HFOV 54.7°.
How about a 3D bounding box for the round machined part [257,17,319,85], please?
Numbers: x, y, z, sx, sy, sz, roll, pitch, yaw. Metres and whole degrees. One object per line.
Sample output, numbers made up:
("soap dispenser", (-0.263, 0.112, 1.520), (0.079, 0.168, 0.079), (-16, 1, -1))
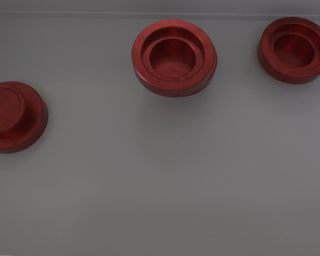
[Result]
("round machined part", (0.187, -0.104, 0.440), (0.099, 0.042, 0.098), (0, 70, 0))

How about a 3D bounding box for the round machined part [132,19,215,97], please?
("round machined part", (0.016, -0.082, 0.386), (0.099, 0.042, 0.098), (0, 70, 0))

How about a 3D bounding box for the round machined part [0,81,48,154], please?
("round machined part", (-0.203, -0.019, 0.406), (0.099, 0.042, 0.098), (0, 70, 0))

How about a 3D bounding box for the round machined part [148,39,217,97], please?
("round machined part", (0.027, -0.087, 0.432), (0.099, 0.042, 0.098), (0, 70, 0))
